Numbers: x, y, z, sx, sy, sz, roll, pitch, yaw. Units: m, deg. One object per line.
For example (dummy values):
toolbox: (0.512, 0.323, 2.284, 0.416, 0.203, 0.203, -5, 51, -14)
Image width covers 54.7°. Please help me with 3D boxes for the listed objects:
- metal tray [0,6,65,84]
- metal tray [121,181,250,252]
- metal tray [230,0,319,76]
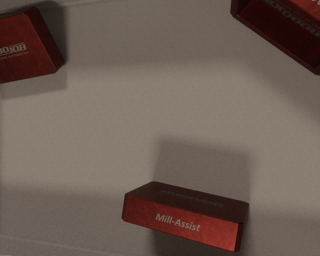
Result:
metal tray: (-0.220, -0.117, 0.457, 0.130, 0.030, 0.090, -7, 126, 19)
metal tray: (0.033, 0.097, 0.363, 0.130, 0.090, 0.030, 9, 93, 19)
metal tray: (0.136, -0.118, 0.325, 0.130, 0.090, 0.030, 42, 88, 15)
